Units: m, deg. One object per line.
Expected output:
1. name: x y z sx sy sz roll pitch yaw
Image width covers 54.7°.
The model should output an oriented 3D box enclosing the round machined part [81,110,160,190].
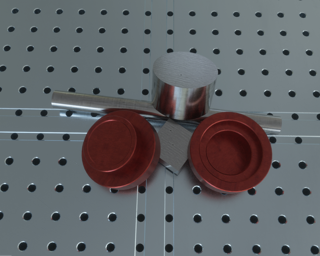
1. round machined part: -0.053 0.023 0.376 0.098 0.042 0.098 -6 70 17

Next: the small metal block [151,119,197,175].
1. small metal block: 0.017 0.024 0.399 0.050 0.025 0.050 35 73 11

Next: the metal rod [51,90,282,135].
1. metal rod: 0.007 -0.021 0.416 0.302 0.025 0.025 7 70 2

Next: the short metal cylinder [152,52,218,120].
1. short metal cylinder: 0.030 -0.056 0.399 0.081 0.050 0.080 3 44 -2

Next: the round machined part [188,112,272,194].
1. round machined part: 0.083 0.032 0.385 0.099 0.042 0.098 1 72 -3
